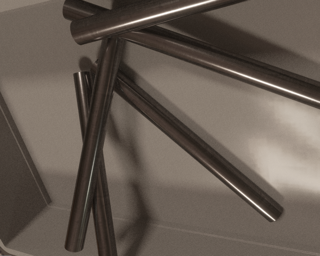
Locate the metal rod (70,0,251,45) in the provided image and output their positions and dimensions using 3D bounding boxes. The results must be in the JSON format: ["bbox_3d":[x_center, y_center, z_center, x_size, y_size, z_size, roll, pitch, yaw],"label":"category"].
[{"bbox_3d":[0.056,-0.119,0.270,0.301,0.025,0.025,-8,115,19],"label":"metal rod"}]

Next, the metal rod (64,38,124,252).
[{"bbox_3d":[-0.082,0.015,0.385,0.025,0.025,0.298,16,101,18],"label":"metal rod"}]

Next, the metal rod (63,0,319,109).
[{"bbox_3d":[0.039,-0.077,0.320,0.301,0.025,0.025,21,127,7],"label":"metal rod"}]

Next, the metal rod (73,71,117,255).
[{"bbox_3d":[-0.084,0.074,0.420,0.025,0.025,0.298,-7,91,31],"label":"metal rod"}]

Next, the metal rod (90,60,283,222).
[{"bbox_3d":[0.034,0.014,0.398,0.300,0.025,0.025,40,129,0],"label":"metal rod"}]
